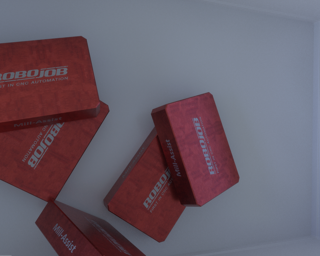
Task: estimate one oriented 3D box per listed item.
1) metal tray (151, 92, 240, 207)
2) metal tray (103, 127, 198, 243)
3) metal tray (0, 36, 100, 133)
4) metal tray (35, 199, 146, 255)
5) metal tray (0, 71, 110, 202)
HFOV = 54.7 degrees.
[{"bbox_3d":[0.049,0.025,0.405,0.091,0.030,0.129,-19,92,-40],"label":"metal tray"},{"bbox_3d":[0.000,0.070,0.409,0.090,0.030,0.130,38,78,-16],"label":"metal tray"},{"bbox_3d":[-0.138,-0.048,0.335,0.131,0.030,0.090,-10,73,-15],"label":"metal tray"},{"bbox_3d":[-0.063,0.124,0.319,0.090,0.130,0.030,39,77,-39],"label":"metal tray"},{"bbox_3d":[-0.131,0.008,0.360,0.090,0.030,0.130,33,79,-18],"label":"metal tray"}]
